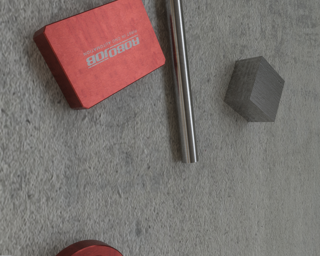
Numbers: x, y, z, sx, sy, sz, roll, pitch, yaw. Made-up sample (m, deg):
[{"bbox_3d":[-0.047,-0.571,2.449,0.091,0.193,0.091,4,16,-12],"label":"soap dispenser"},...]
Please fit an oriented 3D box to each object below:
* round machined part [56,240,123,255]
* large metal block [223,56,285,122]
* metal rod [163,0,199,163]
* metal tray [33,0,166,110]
[{"bbox_3d":[-0.084,0.167,0.325,0.099,0.042,0.097,0,90,-40],"label":"round machined part"},{"bbox_3d":[0.162,-0.063,0.527,0.080,0.050,0.080,32,70,-36],"label":"large metal block"},{"bbox_3d":[0.026,-0.100,0.428,0.025,0.025,0.298,-11,97,-40],"label":"metal rod"},{"bbox_3d":[-0.061,-0.088,0.352,0.131,0.030,0.090,-37,113,-34],"label":"metal tray"}]
